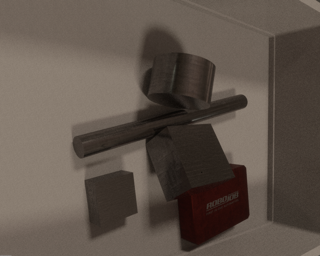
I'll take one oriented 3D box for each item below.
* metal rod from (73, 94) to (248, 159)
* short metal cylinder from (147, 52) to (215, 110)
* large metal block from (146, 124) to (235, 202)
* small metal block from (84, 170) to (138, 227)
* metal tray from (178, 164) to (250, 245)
[{"bbox_3d":[0.025,-0.012,0.429,0.302,0.025,0.025,-16,101,-39],"label":"metal rod"},{"bbox_3d":[0.027,-0.057,0.396,0.081,0.080,0.050,16,80,-39],"label":"short metal cylinder"},{"bbox_3d":[0.039,0.043,0.404,0.081,0.050,0.080,-4,64,-40],"label":"large metal block"},{"bbox_3d":[-0.056,0.080,0.361,0.050,0.025,0.050,-11,97,-40],"label":"small metal block"},{"bbox_3d":[0.086,0.112,0.478,0.131,0.030,0.089,-9,96,-40],"label":"metal tray"}]
